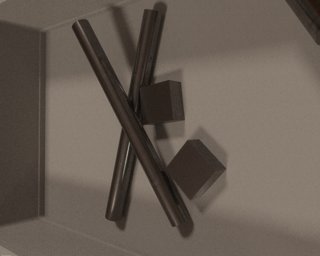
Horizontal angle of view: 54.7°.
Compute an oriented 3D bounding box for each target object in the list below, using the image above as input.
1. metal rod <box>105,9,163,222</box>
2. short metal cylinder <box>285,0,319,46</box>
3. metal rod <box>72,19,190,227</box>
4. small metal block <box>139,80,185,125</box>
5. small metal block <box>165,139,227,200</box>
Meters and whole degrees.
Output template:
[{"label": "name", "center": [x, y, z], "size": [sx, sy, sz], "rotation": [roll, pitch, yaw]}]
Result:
[{"label": "metal rod", "center": [-0.039, -0.011, 0.436], "size": [0.025, 0.025, 0.298], "rotation": [19, 102, 38]}, {"label": "short metal cylinder", "center": [0.149, -0.112, 0.247], "size": [0.080, 0.081, 0.050], "rotation": [-37, 67, 33]}, {"label": "metal rod", "center": [-0.042, -0.014, 0.408], "size": [0.025, 0.025, 0.299], "rotation": [-34, 79, 34]}, {"label": "small metal block", "center": [0.002, -0.032, 0.403], "size": [0.050, 0.025, 0.050], "rotation": [-9, 85, 39]}, {"label": "small metal block", "center": [0.042, 0.049, 0.371], "size": [0.050, 0.025, 0.050], "rotation": [50, 119, 28]}]
